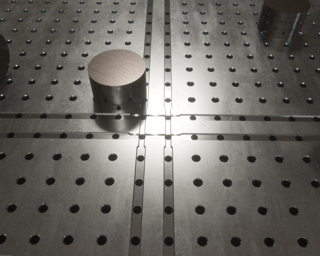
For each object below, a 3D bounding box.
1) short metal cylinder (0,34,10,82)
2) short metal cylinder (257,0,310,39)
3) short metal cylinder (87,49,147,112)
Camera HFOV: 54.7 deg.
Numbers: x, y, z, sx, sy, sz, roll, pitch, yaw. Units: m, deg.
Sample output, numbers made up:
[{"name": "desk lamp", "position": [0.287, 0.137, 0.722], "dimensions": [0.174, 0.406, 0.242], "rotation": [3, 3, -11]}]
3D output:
[{"name": "short metal cylinder", "position": [-0.270, -0.106, 0.458], "dimensions": [0.050, 0.080, 0.080], "rotation": [9, 51, 7]}, {"name": "short metal cylinder", "position": [0.226, -0.209, 0.570], "dimensions": [0.081, 0.050, 0.080], "rotation": [0, 50, 0]}, {"name": "short metal cylinder", "position": [-0.060, -0.070, 0.449], "dimensions": [0.081, 0.050, 0.080], "rotation": [0, 50, 0]}]
